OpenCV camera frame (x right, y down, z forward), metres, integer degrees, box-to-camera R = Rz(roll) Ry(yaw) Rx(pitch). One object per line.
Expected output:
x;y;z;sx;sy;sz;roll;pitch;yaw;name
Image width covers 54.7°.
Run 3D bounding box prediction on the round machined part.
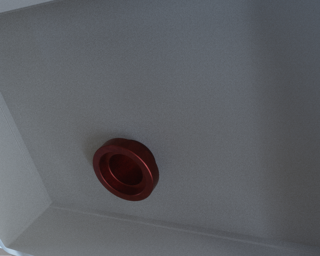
-0.046;0.056;0.455;0.098;0.042;0.097;13;124;20;round machined part
